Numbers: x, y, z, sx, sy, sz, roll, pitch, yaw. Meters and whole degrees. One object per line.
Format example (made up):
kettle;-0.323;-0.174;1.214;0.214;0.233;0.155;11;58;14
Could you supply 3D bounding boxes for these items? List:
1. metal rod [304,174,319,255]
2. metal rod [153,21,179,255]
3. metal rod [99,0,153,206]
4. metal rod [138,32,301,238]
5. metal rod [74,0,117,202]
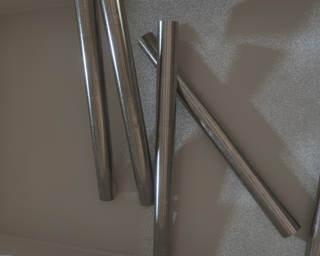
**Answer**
metal rod;0.199;0.005;0.340;0.025;0.025;0.298;10;93;19
metal rod;0.006;0.022;0.390;0.025;0.025;0.298;4;98;19
metal rod;-0.036;-0.039;0.363;0.025;0.025;0.298;-1;113;20
metal rod;0.066;0.000;0.386;0.025;0.025;0.299;-39;78;15
metal rod;-0.077;-0.040;0.377;0.025;0.025;0.298;7;115;19
